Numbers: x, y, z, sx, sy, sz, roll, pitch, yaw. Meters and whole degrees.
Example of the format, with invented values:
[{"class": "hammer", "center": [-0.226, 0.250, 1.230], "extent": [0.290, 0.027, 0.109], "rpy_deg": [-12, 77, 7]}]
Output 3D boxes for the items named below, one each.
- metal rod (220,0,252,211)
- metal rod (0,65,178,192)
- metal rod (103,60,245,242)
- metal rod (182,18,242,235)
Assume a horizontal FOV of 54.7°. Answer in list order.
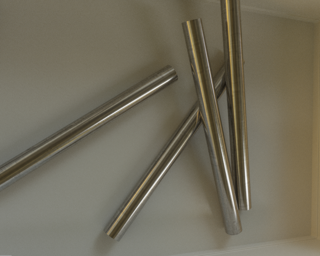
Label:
[{"class": "metal rod", "center": [0.106, -0.029, 0.429], "extent": [0.025, 0.025, 0.298], "rpy_deg": [-11, 102, -20]}, {"class": "metal rod", "center": [-0.103, 0.006, 0.372], "extent": [0.302, 0.025, 0.025], "rpy_deg": [-34, 101, -17]}, {"class": "metal rod", "center": [0.026, 0.017, 0.421], "extent": [0.025, 0.025, 0.300], "rpy_deg": [40, 77, -16]}, {"class": "metal rod", "center": [0.073, 0.009, 0.416], "extent": [0.025, 0.025, 0.298], "rpy_deg": [-19, 105, -19]}]
